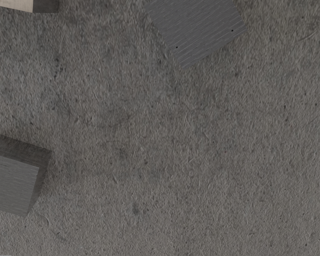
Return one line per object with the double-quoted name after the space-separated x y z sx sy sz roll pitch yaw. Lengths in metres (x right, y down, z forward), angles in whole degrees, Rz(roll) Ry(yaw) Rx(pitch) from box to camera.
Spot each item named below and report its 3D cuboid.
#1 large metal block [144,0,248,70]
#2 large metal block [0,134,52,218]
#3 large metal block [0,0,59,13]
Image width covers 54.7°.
0.039 -0.125 0.351 0.080 0.050 0.080 -31 107 11 "large metal block"
-0.203 0.063 0.418 0.080 0.050 0.079 19 109 -7 "large metal block"
-0.156 -0.154 0.322 0.081 0.080 0.050 11 110 -4 "large metal block"
